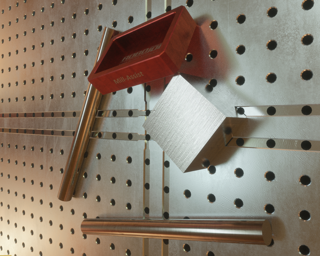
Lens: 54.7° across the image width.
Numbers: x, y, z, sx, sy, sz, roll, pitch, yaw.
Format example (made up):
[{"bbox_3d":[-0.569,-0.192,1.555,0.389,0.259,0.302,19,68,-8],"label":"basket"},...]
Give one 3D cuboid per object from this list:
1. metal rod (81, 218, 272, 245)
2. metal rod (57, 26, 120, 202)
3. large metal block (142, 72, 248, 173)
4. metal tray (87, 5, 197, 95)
[{"bbox_3d":[-0.004,0.134,0.410,0.300,0.025,0.025,-13,82,39],"label":"metal rod"},{"bbox_3d":[-0.119,-0.013,0.504,0.025,0.025,0.298,31,109,35],"label":"metal rod"},{"bbox_3d":[0.038,-0.007,0.360,0.080,0.050,0.080,48,118,29],"label":"large metal block"},{"bbox_3d":[-0.025,-0.096,0.393,0.130,0.030,0.090,-9,48,39],"label":"metal tray"}]
